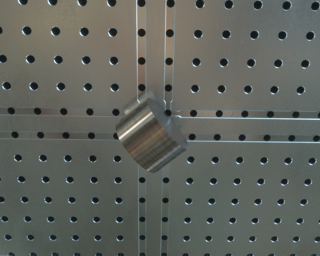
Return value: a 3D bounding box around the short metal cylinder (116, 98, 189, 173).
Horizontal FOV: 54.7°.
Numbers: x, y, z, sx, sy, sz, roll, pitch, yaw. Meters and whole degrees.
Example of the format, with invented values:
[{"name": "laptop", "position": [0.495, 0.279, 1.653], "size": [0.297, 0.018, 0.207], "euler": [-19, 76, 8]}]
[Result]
[{"name": "short metal cylinder", "position": [-0.009, 0.009, 0.387], "size": [0.050, 0.080, 0.080], "euler": [-38, 106, 13]}]
